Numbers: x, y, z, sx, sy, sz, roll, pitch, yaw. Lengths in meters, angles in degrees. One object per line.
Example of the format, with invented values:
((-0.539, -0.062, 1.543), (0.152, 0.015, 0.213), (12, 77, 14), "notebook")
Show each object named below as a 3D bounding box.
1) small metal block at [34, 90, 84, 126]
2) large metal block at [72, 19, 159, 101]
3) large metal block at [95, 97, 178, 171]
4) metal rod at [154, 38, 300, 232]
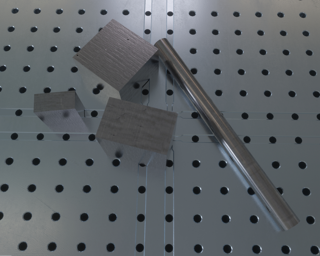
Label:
((-0.131, -0.025, 0.406), (0.050, 0.050, 0.025), (-6, 70, -2), "small metal block")
((-0.058, -0.090, 0.431), (0.080, 0.050, 0.080), (37, 74, 12), "large metal block")
((-0.025, 0.010, 0.379), (0.080, 0.080, 0.050), (14, 71, 5), "large metal block")
((0.078, -0.003, 0.413), (0.025, 0.025, 0.299), (-30, 73, -10), "metal rod")
